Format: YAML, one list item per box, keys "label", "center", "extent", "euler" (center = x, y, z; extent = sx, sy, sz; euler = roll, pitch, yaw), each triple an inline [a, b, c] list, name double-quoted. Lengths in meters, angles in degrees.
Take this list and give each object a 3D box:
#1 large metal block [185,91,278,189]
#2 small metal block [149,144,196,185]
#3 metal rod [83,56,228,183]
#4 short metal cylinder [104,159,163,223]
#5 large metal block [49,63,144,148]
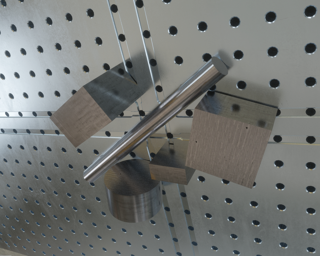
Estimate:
- label: "large metal block"
  center: [0.080, 0.012, 0.356]
  extent: [0.080, 0.050, 0.079]
  euler: [18, 125, 17]
- label: "small metal block"
  center: [0.020, 0.047, 0.413]
  extent: [0.050, 0.050, 0.025]
  euler: [5, 121, 25]
- label: "metal rod"
  center: [-0.026, 0.006, 0.427]
  extent: [0.025, 0.025, 0.299]
  euler: [47, 129, -5]
- label: "short metal cylinder"
  center: [-0.037, 0.089, 0.448]
  extent: [0.080, 0.080, 0.050]
  euler: [11, 123, 22]
- label: "large metal block"
  center: [-0.080, -0.029, 0.399]
  extent: [0.080, 0.080, 0.050]
  euler: [-32, 101, 38]
